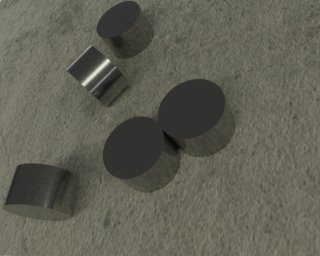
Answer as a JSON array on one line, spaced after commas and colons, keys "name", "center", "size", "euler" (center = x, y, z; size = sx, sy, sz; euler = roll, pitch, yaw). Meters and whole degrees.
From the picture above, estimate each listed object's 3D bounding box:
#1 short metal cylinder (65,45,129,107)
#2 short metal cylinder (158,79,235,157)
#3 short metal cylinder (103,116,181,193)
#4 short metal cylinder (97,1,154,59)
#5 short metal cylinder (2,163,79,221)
[{"name": "short metal cylinder", "center": [-0.093, -0.076, 0.462], "size": [0.050, 0.080, 0.080], "euler": [-47, 52, -4]}, {"name": "short metal cylinder", "center": [0.045, -0.012, 0.371], "size": [0.080, 0.050, 0.080], "euler": [-13, 56, 20]}, {"name": "short metal cylinder", "center": [-0.021, 0.033, 0.378], "size": [0.080, 0.050, 0.080], "euler": [-13, 56, 21]}, {"name": "short metal cylinder", "center": [-0.057, -0.163, 0.516], "size": [0.080, 0.050, 0.080], "euler": [-13, 56, 20]}, {"name": "short metal cylinder", "center": [-0.149, 0.084, 0.394], "size": [0.080, 0.080, 0.050], "euler": [-9, 58, 23]}]
